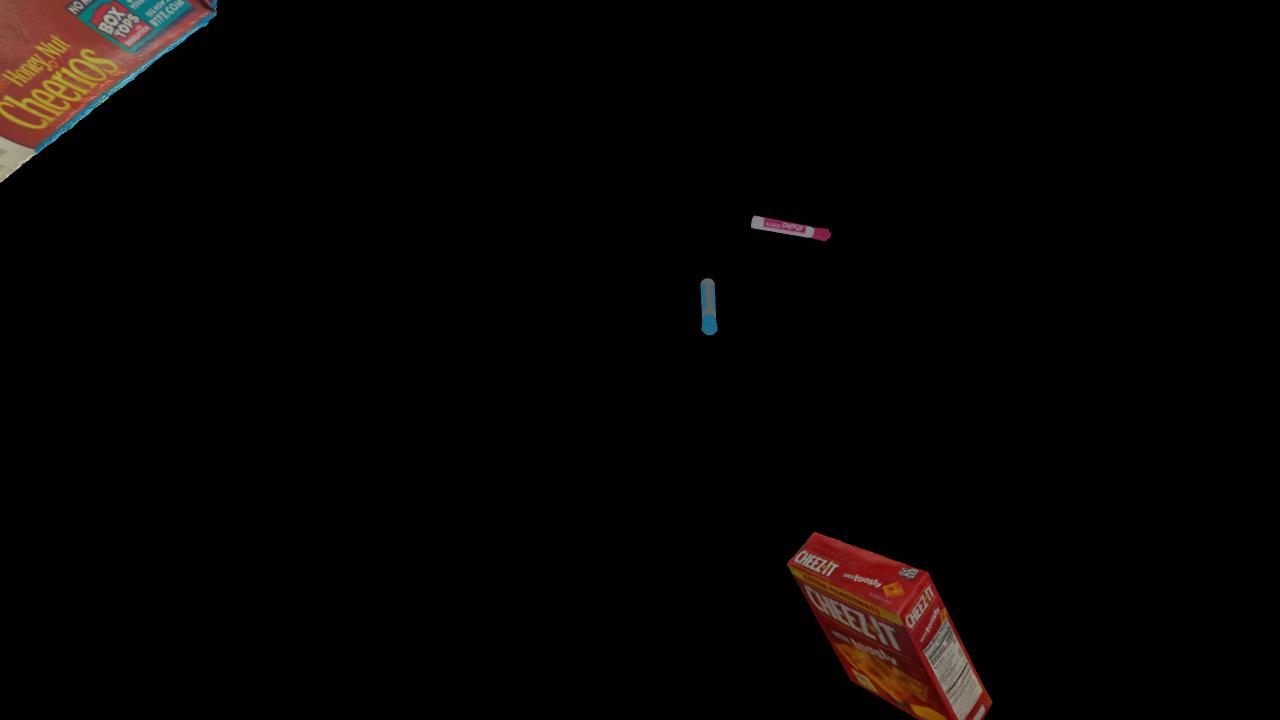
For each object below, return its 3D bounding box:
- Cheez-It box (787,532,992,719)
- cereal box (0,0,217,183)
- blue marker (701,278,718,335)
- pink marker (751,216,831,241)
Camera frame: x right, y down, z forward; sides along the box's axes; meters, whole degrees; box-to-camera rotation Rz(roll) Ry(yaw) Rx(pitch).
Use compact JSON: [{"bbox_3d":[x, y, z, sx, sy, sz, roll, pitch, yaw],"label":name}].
[{"bbox_3d":[0.295,0.327,0.738,0.071,0.223,0.166,-38,20,-25],"label":"Cheez-It box"},{"bbox_3d":[-0.319,-0.249,0.340,0.203,0.306,0.081,-25,-30,16],"label":"cereal box"},{"bbox_3d":[0.085,-0.067,0.765,0.020,0.020,0.121,0,34,5],"label":"blue marker"},{"bbox_3d":[0.227,-0.196,0.920,0.121,0.020,0.020,9,-1,-5],"label":"pink marker"}]
